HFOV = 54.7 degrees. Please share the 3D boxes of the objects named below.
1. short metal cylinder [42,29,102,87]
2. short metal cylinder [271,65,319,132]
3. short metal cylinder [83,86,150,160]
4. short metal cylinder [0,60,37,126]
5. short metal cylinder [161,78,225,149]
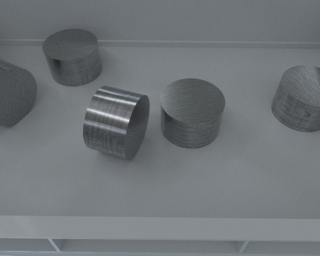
[{"bbox_3d":[-0.134,-0.110,0.480,0.080,0.050,0.080,0,50,0],"label":"short metal cylinder"},{"bbox_3d":[0.200,-0.041,0.424,0.080,0.050,0.080,0,50,0],"label":"short metal cylinder"},{"bbox_3d":[-0.050,-0.007,0.374,0.050,0.080,0.080,15,52,12],"label":"short metal cylinder"},{"bbox_3d":[-0.212,-0.049,0.409,0.050,0.080,0.080,22,54,18],"label":"short metal cylinder"},{"bbox_3d":[0.041,-0.020,0.405,0.080,0.050,0.080,0,50,0],"label":"short metal cylinder"}]
